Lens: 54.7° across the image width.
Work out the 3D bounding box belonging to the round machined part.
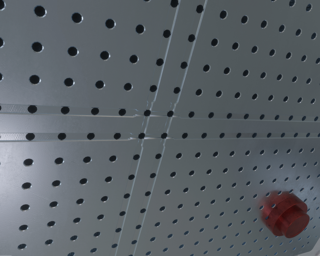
[{"bbox_3d":[0.289,0.204,0.684,0.099,0.042,0.097,-14,124,-21],"label":"round machined part"}]
